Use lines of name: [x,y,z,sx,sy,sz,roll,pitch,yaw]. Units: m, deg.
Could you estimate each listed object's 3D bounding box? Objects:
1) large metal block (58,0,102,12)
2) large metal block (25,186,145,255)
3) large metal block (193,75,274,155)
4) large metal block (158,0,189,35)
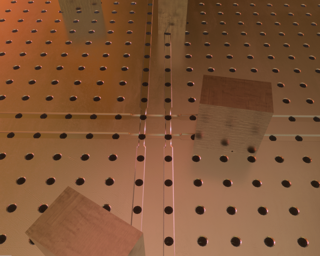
large metal block: [-0.164,-0.282,0.607,0.081,0.080,0.050,-12,51,-11]
large metal block: [-0.061,0.109,0.279,0.080,0.080,0.050,26,55,19]
large metal block: [0.088,-0.015,0.386,0.080,0.080,0.050,8,51,6]
large metal block: [0.028,-0.230,0.566,0.050,0.080,0.080,7,50,5]
